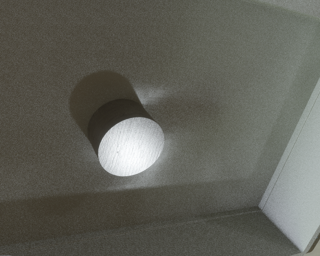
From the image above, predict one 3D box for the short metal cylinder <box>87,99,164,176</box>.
[{"bbox_3d":[-0.042,0.011,0.376,0.081,0.050,0.080,-14,124,-21],"label":"short metal cylinder"}]
